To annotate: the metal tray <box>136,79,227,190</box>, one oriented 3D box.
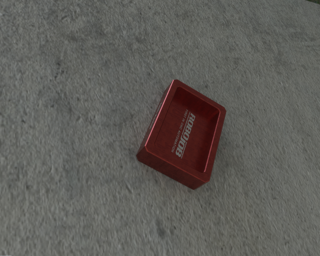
[{"bbox_3d":[0.033,0.005,0.414,0.090,0.030,0.130,29,52,-10],"label":"metal tray"}]
